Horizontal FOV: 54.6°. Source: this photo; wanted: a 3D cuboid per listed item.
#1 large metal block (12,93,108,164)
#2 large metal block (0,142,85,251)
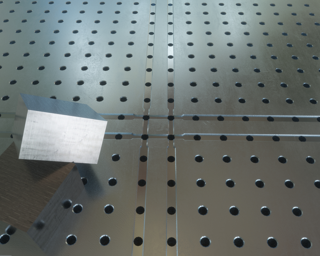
[{"bbox_3d":[-0.116,0.000,0.351,0.081,0.050,0.080,9,13,-32],"label":"large metal block"},{"bbox_3d":[-0.142,0.070,0.332,0.080,0.050,0.080,18,52,14],"label":"large metal block"}]
